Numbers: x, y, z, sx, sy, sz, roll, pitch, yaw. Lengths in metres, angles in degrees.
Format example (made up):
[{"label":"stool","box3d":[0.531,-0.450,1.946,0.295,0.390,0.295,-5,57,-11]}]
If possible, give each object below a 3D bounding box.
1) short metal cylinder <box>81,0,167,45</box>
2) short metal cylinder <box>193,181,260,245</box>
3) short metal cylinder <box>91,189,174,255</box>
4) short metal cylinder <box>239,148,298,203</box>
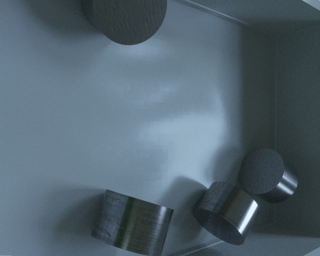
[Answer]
[{"label":"short metal cylinder","box3d":[-0.040,-0.136,0.335,0.081,0.050,0.079,-15,126,-21]},{"label":"short metal cylinder","box3d":[0.096,0.124,0.452,0.050,0.080,0.080,-49,119,-29]},{"label":"short metal cylinder","box3d":[-0.030,0.104,0.346,0.080,0.080,0.050,28,73,-37]},{"label":"short metal cylinder","box3d":[0.183,0.081,0.524,0.050,0.080,0.080,33,70,-35]}]
